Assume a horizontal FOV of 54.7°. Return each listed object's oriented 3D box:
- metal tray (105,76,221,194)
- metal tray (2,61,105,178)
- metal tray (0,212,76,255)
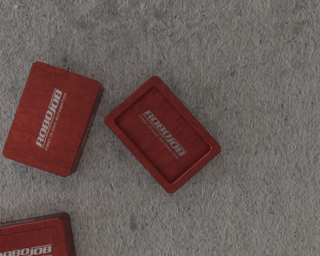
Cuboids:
[{"bbox_3d":[0.004,0.009,0.407,0.090,0.030,0.130,-42,90,0],"label":"metal tray"},{"bbox_3d":[-0.138,-0.011,0.406,0.090,0.030,0.129,19,90,0],"label":"metal tray"},{"bbox_3d":[-0.181,0.168,0.405,0.131,0.030,0.089,-10,90,0],"label":"metal tray"}]
